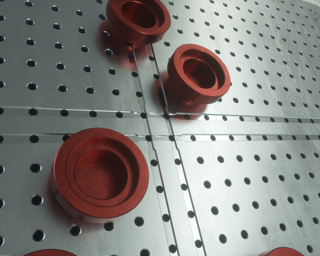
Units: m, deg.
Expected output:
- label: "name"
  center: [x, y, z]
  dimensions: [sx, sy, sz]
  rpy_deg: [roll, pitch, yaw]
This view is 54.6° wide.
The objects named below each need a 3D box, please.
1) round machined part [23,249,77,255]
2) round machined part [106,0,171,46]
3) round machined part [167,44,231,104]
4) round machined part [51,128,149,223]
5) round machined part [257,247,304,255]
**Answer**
- label: "round machined part"
  center: [-0.095, 0.151, 0.254]
  dimensions: [0.099, 0.042, 0.098]
  rpy_deg: [13, 56, -21]
- label: "round machined part"
  center: [-0.036, -0.167, 0.479]
  dimensions: [0.099, 0.042, 0.098]
  rpy_deg: [13, 56, -21]
- label: "round machined part"
  center: [0.055, -0.077, 0.473]
  dimensions: [0.099, 0.042, 0.098]
  rpy_deg: [14, 56, -21]
- label: "round machined part"
  center: [-0.065, 0.052, 0.330]
  dimensions: [0.099, 0.042, 0.098]
  rpy_deg: [13, 56, -21]
- label: "round machined part"
  center: [0.140, 0.191, 0.355]
  dimensions: [0.099, 0.042, 0.098]
  rpy_deg: [13, 56, -21]
